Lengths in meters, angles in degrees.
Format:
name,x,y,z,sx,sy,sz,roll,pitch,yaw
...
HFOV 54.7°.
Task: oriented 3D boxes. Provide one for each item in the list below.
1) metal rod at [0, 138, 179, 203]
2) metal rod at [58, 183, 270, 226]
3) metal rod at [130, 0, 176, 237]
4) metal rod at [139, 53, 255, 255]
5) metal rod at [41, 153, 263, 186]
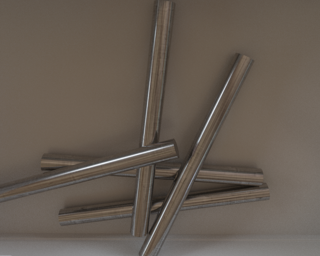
name,x,y,z,sx,sy,sz,roll,pitch,yaw
metal rod,-0.123,0.064,0.405,0.301,0.025,0.025,-15,110,11
metal rod,0.005,0.111,0.451,0.302,0.025,0.025,-8,110,2
metal rod,-0.012,-0.001,0.391,0.025,0.025,0.298,6,104,-3
metal rod,0.043,0.046,0.406,0.025,0.025,0.298,23,100,-9
metal rod,-0.009,0.058,0.431,0.302,0.025,0.025,4,110,-2
